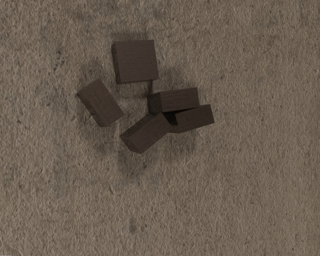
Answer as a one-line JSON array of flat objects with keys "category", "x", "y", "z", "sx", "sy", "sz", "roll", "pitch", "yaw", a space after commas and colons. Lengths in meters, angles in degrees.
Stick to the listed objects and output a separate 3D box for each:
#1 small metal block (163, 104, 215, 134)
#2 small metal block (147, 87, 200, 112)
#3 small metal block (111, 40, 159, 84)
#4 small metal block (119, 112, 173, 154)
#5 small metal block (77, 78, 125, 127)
[{"category": "small metal block", "x": 0.036, "y": -0.012, "z": 0.410, "sx": 0.050, "sy": 0.050, "sz": 0.025, "roll": -16, "pitch": 96, "yaw": -20}, {"category": "small metal block", "x": 0.016, "y": -0.035, "z": 0.403, "sx": 0.050, "sy": 0.050, "sz": 0.025, "roll": -9, "pitch": 93, "yaw": -20}, {"category": "small metal block", "x": -0.032, "y": -0.084, "z": 0.398, "sx": 0.050, "sy": 0.025, "sz": 0.050, "roll": -9, "pitch": 93, "yaw": -20}, {"category": "small metal block", "x": -0.019, "y": 0.006, "z": 0.390, "sx": 0.050, "sy": 0.050, "sz": 0.025, "roll": -39, "pitch": 103, "yaw": -16}, {"category": "small metal block", "x": -0.072, "y": -0.029, "z": 0.370, "sx": 0.025, "sy": 0.050, "sz": 0.050, "roll": -37, "pitch": 102, "yaw": -16}]
